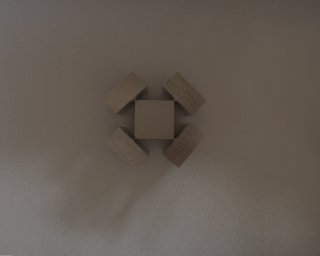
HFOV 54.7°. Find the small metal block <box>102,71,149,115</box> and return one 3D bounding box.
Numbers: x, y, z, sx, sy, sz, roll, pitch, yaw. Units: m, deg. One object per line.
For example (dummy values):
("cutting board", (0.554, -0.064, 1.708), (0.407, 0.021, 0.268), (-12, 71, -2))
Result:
("small metal block", (-0.042, -0.043, 0.396), (0.050, 0.050, 0.025), (-42, 90, 1))

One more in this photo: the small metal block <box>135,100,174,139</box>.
("small metal block", (-0.007, -0.011, 0.409), (0.050, 0.025, 0.050), (1, 90, 0))

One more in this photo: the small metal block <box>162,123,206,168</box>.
("small metal block", (0.029, 0.021, 0.397), (0.025, 0.050, 0.050), (40, 89, -1))

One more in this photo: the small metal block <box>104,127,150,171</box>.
("small metal block", (-0.040, 0.025, 0.397), (0.025, 0.050, 0.050), (-45, 90, 1))

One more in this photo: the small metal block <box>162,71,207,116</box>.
("small metal block", (0.029, -0.042, 0.397), (0.025, 0.050, 0.050), (-45, 91, -1))
